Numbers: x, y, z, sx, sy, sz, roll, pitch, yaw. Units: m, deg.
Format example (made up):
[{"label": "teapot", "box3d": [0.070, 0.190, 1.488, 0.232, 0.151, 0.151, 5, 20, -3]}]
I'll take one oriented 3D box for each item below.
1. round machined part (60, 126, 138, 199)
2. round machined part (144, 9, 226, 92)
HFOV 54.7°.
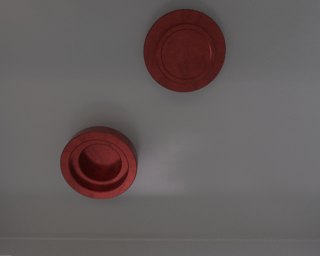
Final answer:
[{"label": "round machined part", "box3d": [-0.079, 0.043, 0.417, 0.099, 0.042, 0.097, 0, 110, 0]}, {"label": "round machined part", "box3d": [0.030, -0.090, 0.369, 0.099, 0.042, 0.097, 0, 110, 0]}]
